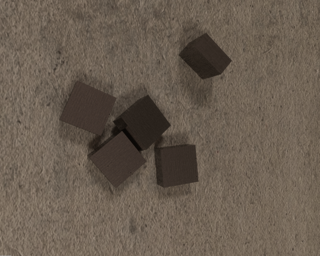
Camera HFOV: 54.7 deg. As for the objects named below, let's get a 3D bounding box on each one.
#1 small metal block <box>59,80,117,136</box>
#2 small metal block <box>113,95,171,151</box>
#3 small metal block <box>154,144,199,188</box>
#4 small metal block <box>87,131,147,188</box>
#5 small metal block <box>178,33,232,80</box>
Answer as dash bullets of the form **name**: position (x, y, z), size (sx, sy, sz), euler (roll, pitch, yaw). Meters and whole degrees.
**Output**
- **small metal block**: position (-0.088, -0.023, 0.377), size (0.050, 0.025, 0.050), euler (24, 82, -19)
- **small metal block**: position (-0.022, -0.006, 0.395), size (0.050, 0.025, 0.050), euler (-45, 105, -32)
- **small metal block**: position (0.022, 0.050, 0.418), size (0.050, 0.025, 0.050), euler (-6, 92, -20)
- **small metal block**: position (-0.054, 0.038, 0.390), size (0.050, 0.025, 0.050), euler (-41, 103, -15)
- **small metal block**: position (0.060, -0.095, 0.419), size (0.050, 0.050, 0.025), euler (42, 77, -16)
